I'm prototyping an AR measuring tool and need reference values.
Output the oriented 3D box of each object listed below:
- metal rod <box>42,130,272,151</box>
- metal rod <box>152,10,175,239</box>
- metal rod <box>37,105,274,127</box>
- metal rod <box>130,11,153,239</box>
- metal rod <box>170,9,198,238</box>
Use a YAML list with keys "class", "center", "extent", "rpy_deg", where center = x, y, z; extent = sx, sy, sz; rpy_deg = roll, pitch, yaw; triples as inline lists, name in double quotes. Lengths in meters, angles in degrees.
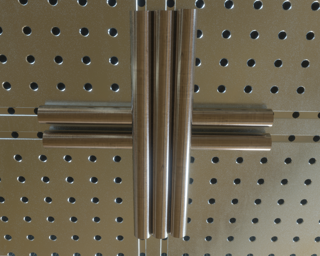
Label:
- class: "metal rod"
  center: [-0.003, 0.017, 0.420]
  extent: [0.302, 0.025, 0.025]
  rpy_deg: [1, 110, -1]
- class: "metal rod"
  center: [0.002, 0.011, 0.391]
  extent: [0.025, 0.025, 0.298]
  rpy_deg: [0, 110, -1]
- class: "metal rod"
  center: [-0.005, -0.015, 0.408]
  extent: [0.302, 0.025, 0.025]
  rpy_deg: [1, 110, -1]
- class: "metal rod"
  center: [-0.023, 0.011, 0.391]
  extent: [0.025, 0.025, 0.298]
  rpy_deg: [0, 110, -1]
- class: "metal rod"
  center: [0.028, 0.009, 0.391]
  extent: [0.025, 0.025, 0.298]
  rpy_deg: [0, 110, -1]
